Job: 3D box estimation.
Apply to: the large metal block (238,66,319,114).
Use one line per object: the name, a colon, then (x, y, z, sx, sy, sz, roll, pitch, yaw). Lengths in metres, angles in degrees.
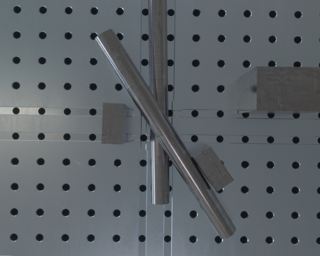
large metal block: (0.149, -0.044, 0.387, 0.081, 0.080, 0.050, 1, 90, 0)

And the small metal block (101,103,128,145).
small metal block: (-0.058, -0.005, 0.400, 0.025, 0.050, 0.050, 2, 90, 0)

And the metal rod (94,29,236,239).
metal rod: (0.012, 0.015, 0.390, 0.025, 0.025, 0.299, -32, 100, 0)

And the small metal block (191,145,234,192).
small metal block: (0.066, 0.050, 0.402, 0.025, 0.050, 0.050, -35, 90, 0)

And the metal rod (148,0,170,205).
metal rod: (-0.002, -0.050, 0.413, 0.025, 0.025, 0.298, -1, 90, 0)
